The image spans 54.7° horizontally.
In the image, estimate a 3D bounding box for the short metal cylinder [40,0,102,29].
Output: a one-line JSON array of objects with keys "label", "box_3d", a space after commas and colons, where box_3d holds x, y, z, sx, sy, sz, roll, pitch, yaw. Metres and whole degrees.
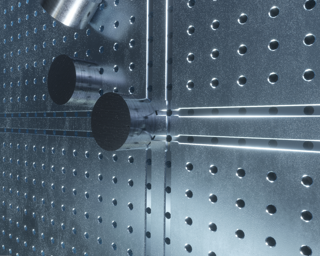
[{"label": "short metal cylinder", "box_3d": [-0.140, -0.203, 0.489, 0.050, 0.081, 0.080, -48, 62, 29]}]

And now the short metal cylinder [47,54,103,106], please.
[{"label": "short metal cylinder", "box_3d": [-0.140, -0.076, 0.509, 0.080, 0.050, 0.079, 0, 90, 40]}]

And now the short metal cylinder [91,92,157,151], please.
[{"label": "short metal cylinder", "box_3d": [-0.052, -0.009, 0.436, 0.080, 0.050, 0.079, 0, 90, 40]}]
